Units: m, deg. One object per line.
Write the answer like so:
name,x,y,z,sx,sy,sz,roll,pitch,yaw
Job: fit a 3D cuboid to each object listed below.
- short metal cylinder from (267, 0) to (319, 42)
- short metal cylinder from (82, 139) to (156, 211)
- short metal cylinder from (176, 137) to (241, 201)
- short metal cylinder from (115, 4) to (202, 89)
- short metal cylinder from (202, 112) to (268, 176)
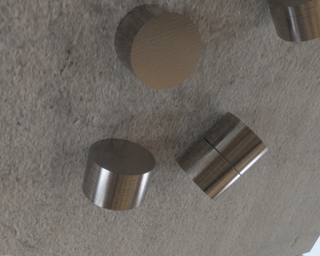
short metal cylinder,0.177,-0.151,0.377,0.080,0.080,0.050,-39,130,-2
short metal cylinder,-0.050,0.054,0.379,0.081,0.080,0.050,2,118,-30
short metal cylinder,0.070,0.058,0.448,0.050,0.080,0.080,-44,130,2
short metal cylinder,-0.003,-0.088,0.336,0.081,0.050,0.079,-14,125,-21
short metal cylinder,0.107,0.022,0.446,0.050,0.080,0.080,-44,130,2
